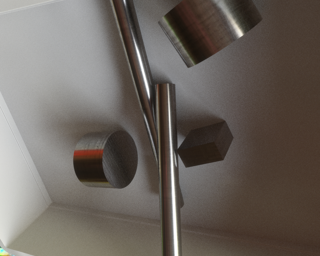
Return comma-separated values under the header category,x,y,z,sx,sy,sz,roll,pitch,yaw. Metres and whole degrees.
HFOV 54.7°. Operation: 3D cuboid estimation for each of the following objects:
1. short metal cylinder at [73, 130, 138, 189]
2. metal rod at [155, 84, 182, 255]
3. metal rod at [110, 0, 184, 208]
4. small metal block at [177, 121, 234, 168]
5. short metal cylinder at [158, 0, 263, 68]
category,x,y,z,sx,sy,sz,roll,pitch,yaw
short metal cylinder,-0.075,0.044,0.438,0.050,0.080,0.080,-4,117,29
metal rod,0.012,0.097,0.377,0.025,0.025,0.298,-2,91,29
metal rod,-0.010,-0.016,0.402,0.025,0.025,0.298,0,119,28
small metal block,0.055,0.020,0.375,0.050,0.050,0.025,-17,110,34
short metal cylinder,0.045,-0.099,0.287,0.080,0.080,0.050,-27,104,37
